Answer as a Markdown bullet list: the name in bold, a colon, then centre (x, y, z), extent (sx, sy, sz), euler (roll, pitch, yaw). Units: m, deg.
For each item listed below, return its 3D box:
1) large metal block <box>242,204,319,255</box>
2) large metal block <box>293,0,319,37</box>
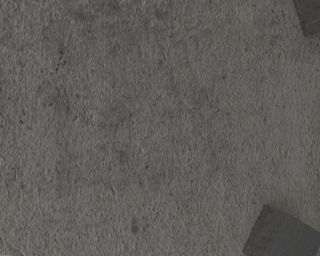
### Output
- **large metal block**: centre (0.184, 0.173, 0.464), extent (0.080, 0.050, 0.080), euler (31, 80, -18)
- **large metal block**: centre (0.266, -0.201, 0.493), extent (0.081, 0.050, 0.080), euler (-24, 98, -18)
